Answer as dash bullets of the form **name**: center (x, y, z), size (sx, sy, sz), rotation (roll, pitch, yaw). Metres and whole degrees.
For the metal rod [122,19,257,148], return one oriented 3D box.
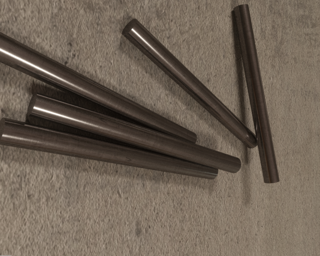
- **metal rod**: center (0.063, -0.049, 0.459), size (0.301, 0.025, 0.025), rotation (36, 68, -34)

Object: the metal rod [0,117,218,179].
- **metal rod**: center (-0.033, 0.034, 0.378), size (0.302, 0.025, 0.025), rotation (16, 80, -39)

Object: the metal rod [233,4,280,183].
- **metal rod**: center (0.162, -0.057, 0.521), size (0.025, 0.025, 0.298), rotation (-10, 90, -40)

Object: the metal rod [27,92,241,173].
- **metal rod**: center (-0.006, 0.016, 0.385), size (0.302, 0.025, 0.025), rotation (19, 78, -34)

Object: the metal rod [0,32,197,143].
- **metal rod**: center (-0.065, -0.035, 0.351), size (0.301, 0.025, 0.025), rotation (26, 74, -37)
